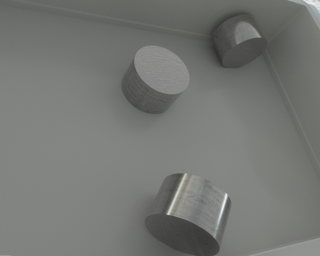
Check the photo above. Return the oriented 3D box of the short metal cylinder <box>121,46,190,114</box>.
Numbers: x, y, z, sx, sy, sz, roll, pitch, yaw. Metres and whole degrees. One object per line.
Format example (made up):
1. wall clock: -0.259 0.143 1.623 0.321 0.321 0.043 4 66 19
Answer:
1. short metal cylinder: -0.007 -0.066 0.428 0.081 0.050 0.080 14 56 -21

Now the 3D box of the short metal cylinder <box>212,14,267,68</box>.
1. short metal cylinder: 0.137 -0.149 0.537 0.081 0.080 0.050 -6 65 -31

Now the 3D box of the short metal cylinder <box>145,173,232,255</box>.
1. short metal cylinder: 0.031 0.093 0.331 0.080 0.080 0.050 34 51 -7
